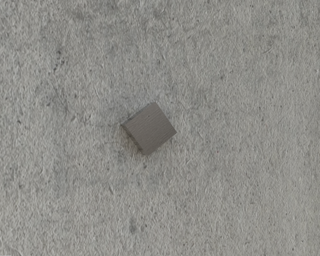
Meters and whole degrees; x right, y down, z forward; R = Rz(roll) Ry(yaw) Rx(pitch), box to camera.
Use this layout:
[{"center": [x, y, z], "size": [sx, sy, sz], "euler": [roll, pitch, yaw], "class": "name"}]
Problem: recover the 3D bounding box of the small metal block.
[{"center": [-0.015, 0.001, 0.406], "size": [0.050, 0.025, 0.050], "euler": [-39, 103, -16], "class": "small metal block"}]
